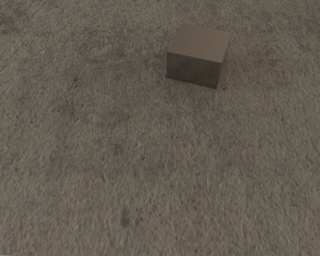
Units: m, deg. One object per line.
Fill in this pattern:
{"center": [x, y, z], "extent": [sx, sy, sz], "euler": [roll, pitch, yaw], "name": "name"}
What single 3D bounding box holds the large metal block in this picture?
{"center": [0.061, -0.114, 0.483], "extent": [0.080, 0.050, 0.080], "euler": [15, 51, 11], "name": "large metal block"}
